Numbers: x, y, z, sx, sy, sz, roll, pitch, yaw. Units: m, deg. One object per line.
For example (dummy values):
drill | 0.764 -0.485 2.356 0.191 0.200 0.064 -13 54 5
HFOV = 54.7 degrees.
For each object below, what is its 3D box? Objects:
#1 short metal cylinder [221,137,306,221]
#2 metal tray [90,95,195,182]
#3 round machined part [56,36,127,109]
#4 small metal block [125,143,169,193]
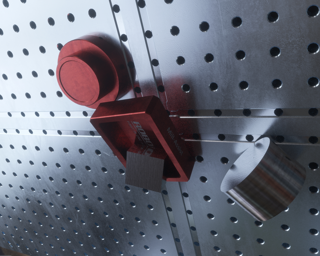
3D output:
short metal cylinder | 0.115 0.057 0.350 0.050 0.080 0.080 40 129 1
metal tray | -0.020 0.020 0.406 0.090 0.030 0.130 -5 133 30
round machined part | -0.096 -0.068 0.409 0.098 0.042 0.097 13 124 21
small metal block | -0.017 0.053 0.412 0.050 0.025 0.050 12 114 14
